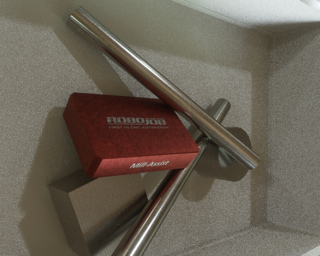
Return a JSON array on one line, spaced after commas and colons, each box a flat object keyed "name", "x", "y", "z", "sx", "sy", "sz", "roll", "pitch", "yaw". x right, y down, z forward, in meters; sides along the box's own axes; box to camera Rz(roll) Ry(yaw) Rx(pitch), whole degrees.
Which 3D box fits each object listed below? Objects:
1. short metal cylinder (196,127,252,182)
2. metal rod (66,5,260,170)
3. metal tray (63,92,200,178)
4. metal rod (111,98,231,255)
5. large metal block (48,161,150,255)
[{"name": "short metal cylinder", "x": 0.095, "y": 0.038, "z": 0.469, "sx": 0.081, "sy": 0.050, "sz": 0.079, "roll": 0, "pitch": 90, "yaw": -40}, {"name": "metal rod", "x": 0.019, "y": -0.037, "z": 0.384, "sx": 0.301, "sy": 0.025, "sz": 0.025, "roll": 37, "pitch": 67, "yaw": -21}, {"name": "metal tray", "x": -0.029, "y": 0.005, "z": 0.342, "sx": 0.131, "sy": 0.030, "sz": 0.090, "roll": 0, "pitch": 46, "yaw": -39}, {"name": "metal rod", "x": 0.030, "y": 0.047, "z": 0.384, "sx": 0.301, "sy": 0.025, "sz": 0.025, "roll": -50, "pitch": 121, "yaw": -44}, {"name": "large metal block", "x": -0.061, "y": 0.084, "z": 0.335, "sx": 0.081, "sy": 0.050, "sz": 0.080, "roll": -25, "pitch": 106, "yaw": -38}]
